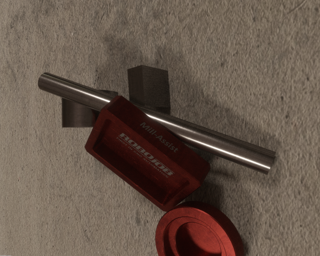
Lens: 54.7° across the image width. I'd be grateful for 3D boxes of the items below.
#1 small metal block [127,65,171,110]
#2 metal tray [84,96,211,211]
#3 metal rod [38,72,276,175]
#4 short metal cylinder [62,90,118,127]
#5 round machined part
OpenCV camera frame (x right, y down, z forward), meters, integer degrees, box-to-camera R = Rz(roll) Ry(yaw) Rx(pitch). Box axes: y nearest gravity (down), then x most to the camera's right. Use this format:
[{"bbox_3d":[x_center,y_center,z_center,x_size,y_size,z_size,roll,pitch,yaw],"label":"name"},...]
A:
[{"bbox_3d":[-0.013,-0.050,0.398,0.025,0.050,0.050,-7,85,39],"label":"small metal block"},{"bbox_3d":[-0.019,0.033,0.359,0.130,0.030,0.089,38,138,1],"label":"metal tray"},{"bbox_3d":[-0.020,-0.013,0.363,0.301,0.025,0.025,20,104,19],"label":"metal rod"},{"bbox_3d":[-0.101,-0.026,0.450,0.080,0.081,0.050,-1,89,39],"label":"short metal cylinder"},{"bbox_3d":[0.047,0.129,0.347,0.098,0.042,0.097,6,100,33],"label":"round machined part"}]
